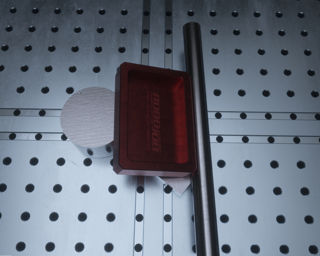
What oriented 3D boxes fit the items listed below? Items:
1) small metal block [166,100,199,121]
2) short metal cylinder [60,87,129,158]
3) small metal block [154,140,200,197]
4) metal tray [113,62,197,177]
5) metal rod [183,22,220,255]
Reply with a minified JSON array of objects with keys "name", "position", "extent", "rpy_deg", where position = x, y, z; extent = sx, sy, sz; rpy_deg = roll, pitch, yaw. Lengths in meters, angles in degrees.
[{"name":"small metal block","position":[0.032,-0.031,0.424],"extent":[0.050,0.025,0.050],"rpy_deg":[-14,71,-6]},{"name":"short metal cylinder","position":[-0.081,-0.006,0.399],"extent":[0.081,0.050,0.080],"rpy_deg":[0,70,0]},{"name":"small metal block","position":[0.022,0.051,0.392],"extent":[0.050,0.025,0.050],"rpy_deg":[37,74,12]},{"name":"metal tray","position":[-0.007,-0.010,0.370],"extent":[0.091,0.030,0.130],"rpy_deg":[6,69,-19]},{"name":"metal rod","position":[0.048,-0.001,0.386],"extent":[0.025,0.025,0.299],"rpy_deg":[-1,70,-1]}]
